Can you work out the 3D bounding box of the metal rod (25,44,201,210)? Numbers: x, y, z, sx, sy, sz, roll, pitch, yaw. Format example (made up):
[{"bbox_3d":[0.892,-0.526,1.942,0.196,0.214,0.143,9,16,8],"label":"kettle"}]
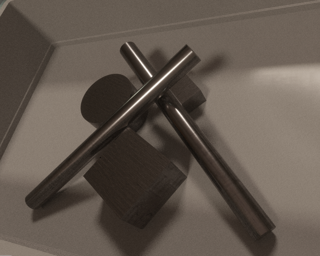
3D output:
[{"bbox_3d":[-0.070,0.009,0.393,0.299,0.025,0.025,-41,50,16],"label":"metal rod"}]

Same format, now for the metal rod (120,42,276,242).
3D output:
[{"bbox_3d":[0.027,-0.006,0.368,0.025,0.025,0.300,-36,60,4],"label":"metal rod"}]

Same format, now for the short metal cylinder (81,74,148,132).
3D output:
[{"bbox_3d":[-0.064,-0.030,0.440,0.080,0.050,0.080,-13,56,20],"label":"short metal cylinder"}]

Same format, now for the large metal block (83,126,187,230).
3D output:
[{"bbox_3d":[-0.030,0.058,0.368,0.080,0.050,0.080,-49,52,-6],"label":"large metal block"}]

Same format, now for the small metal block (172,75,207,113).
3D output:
[{"bbox_3d":[0.026,-0.043,0.418,0.050,0.025,0.050,-37,51,3],"label":"small metal block"}]
